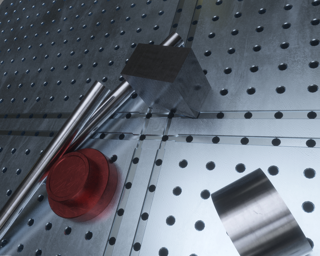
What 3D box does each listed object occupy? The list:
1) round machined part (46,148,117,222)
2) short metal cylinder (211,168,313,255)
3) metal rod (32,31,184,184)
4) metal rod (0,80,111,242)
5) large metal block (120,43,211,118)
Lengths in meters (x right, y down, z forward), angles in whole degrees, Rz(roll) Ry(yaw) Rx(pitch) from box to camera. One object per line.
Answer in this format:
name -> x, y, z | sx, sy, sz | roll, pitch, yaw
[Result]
round machined part -> -0.110, 0.070, 0.410 | 0.098, 0.042, 0.098 | -13, 56, 20
short metal cylinder -> 0.088, 0.083, 0.276 | 0.050, 0.080, 0.080 | -31, 52, 8
metal rod -> -0.077, -0.032, 0.466 | 0.300, 0.025, 0.025 | -46, 51, -4
metal rod -> -0.167, 0.061, 0.430 | 0.025, 0.025, 0.299 | 36, 89, 38
large metal block -> 0.010, -0.062, 0.404 | 0.080, 0.080, 0.050 | 16, 70, 34
